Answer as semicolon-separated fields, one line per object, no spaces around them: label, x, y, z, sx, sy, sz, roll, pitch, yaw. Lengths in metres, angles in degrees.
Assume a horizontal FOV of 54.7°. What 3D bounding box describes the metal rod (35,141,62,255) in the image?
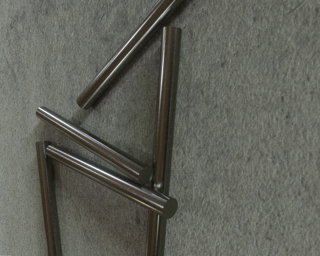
metal rod;-0.198;0.172;0.564;0.025;0.025;0.298;-15;81;39

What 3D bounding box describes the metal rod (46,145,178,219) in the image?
metal rod;-0.092;0.067;0.458;0.300;0.025;0.025;14;99;45

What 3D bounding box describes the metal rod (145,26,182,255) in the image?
metal rod;0.004;0.024;0.399;0.025;0.025;0.298;7;95;39

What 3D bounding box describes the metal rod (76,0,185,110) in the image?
metal rod;-0.029;-0.123;0.426;0.299;0.025;0.025;-41;66;32

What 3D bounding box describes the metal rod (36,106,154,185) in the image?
metal rod;-0.120;0.015;0.484;0.300;0.025;0.025;23;105;42
